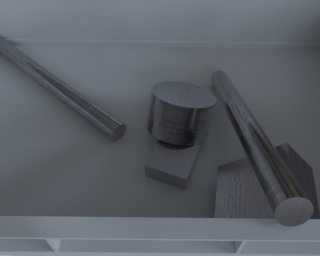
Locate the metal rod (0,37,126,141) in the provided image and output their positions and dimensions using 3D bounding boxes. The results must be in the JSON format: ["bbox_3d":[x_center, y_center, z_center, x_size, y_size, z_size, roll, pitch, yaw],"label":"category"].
[{"bbox_3d":[-0.166,-0.070,0.461,0.300,0.025,0.025,34,58,25],"label":"metal rod"}]

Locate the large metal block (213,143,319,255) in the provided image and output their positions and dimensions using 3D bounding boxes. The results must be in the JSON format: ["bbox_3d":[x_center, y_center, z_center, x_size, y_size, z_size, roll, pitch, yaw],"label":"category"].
[{"bbox_3d":[0.103,0.072,0.303,0.050,0.080,0.080,39,44,-27],"label":"large metal block"}]

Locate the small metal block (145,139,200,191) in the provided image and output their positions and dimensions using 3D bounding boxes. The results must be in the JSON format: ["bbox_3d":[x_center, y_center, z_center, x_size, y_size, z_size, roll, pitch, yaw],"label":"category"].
[{"bbox_3d":[0.015,0.040,0.372,0.050,0.025,0.050,17,52,14],"label":"small metal block"}]

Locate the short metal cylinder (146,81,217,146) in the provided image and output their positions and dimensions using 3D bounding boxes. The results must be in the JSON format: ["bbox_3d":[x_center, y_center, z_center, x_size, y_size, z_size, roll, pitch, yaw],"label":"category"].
[{"bbox_3d":[0.026,-0.021,0.389,0.081,0.050,0.080,8,28,-4],"label":"short metal cylinder"}]

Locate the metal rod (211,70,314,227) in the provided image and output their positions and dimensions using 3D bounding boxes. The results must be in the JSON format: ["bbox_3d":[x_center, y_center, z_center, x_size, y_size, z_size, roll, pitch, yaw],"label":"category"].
[{"bbox_3d":[0.089,-0.010,0.338,0.025,0.025,0.300,1,26,0],"label":"metal rod"}]
